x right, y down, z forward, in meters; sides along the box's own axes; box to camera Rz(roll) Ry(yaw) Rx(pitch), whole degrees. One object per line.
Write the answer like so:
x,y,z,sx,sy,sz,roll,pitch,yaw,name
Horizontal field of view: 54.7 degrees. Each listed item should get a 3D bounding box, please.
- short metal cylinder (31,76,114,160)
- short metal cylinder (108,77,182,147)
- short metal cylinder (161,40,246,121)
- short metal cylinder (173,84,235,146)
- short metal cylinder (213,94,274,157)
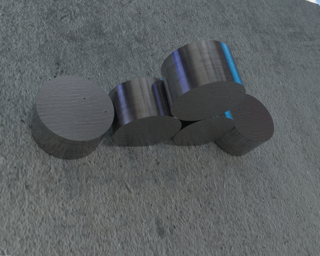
-0.097,-0.011,0.343,0.081,0.050,0.080,14,56,-21,short metal cylinder
-0.019,-0.017,0.369,0.081,0.080,0.050,0,62,-28,short metal cylinder
0.045,-0.048,0.335,0.081,0.080,0.050,1,63,-28,short metal cylinder
0.051,-0.016,0.408,0.081,0.080,0.050,0,61,-28,short metal cylinder
0.118,-0.004,0.454,0.081,0.050,0.080,14,56,-21,short metal cylinder
